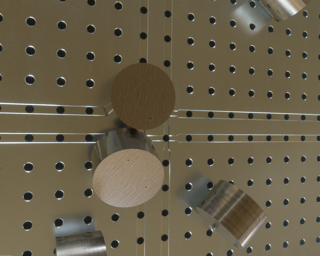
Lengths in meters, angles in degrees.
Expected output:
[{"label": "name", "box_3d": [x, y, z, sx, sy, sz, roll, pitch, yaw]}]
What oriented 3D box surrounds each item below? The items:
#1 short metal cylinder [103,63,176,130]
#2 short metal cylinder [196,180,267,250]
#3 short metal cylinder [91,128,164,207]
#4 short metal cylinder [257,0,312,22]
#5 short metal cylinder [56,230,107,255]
[{"label": "short metal cylinder", "box_3d": [-0.027, -0.038, 0.390, 0.081, 0.050, 0.079, 0, 90, -21]}, {"label": "short metal cylinder", "box_3d": [0.096, 0.117, 0.420, 0.050, 0.080, 0.080, -45, 105, -15]}, {"label": "short metal cylinder", "box_3d": [-0.040, 0.047, 0.369, 0.081, 0.050, 0.079, -6, 118, -12]}, {"label": "short metal cylinder", "box_3d": [0.187, -0.204, 0.454, 0.050, 0.080, 0.080, 41, 77, -16]}, {"label": "short metal cylinder", "box_3d": [-0.090, 0.161, 0.351, 0.050, 0.080, 0.079, -2, 91, -20]}]
